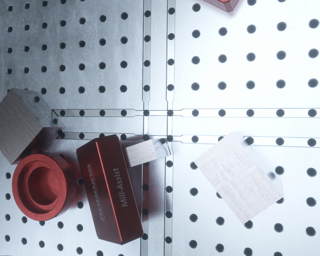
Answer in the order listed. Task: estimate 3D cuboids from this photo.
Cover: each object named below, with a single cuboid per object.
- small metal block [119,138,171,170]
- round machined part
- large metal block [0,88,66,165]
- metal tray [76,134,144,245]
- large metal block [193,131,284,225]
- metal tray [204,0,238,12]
[{"bbox_3d":[-0.020,0.033,0.406,0.050,0.050,0.025,-19,84,19],"label":"small metal block"},{"bbox_3d":[-0.167,0.085,0.462,0.098,0.042,0.097,0,90,20],"label":"round machined part"},{"bbox_3d":[-0.207,-0.002,0.472,0.080,0.050,0.080,-46,76,14],"label":"large metal block"},{"bbox_3d":[-0.070,0.081,0.408,0.090,0.030,0.129,-24,80,57],"label":"metal tray"},{"bbox_3d":[0.092,0.050,0.351,0.050,0.080,0.080,-41,77,15],"label":"large metal block"},{"bbox_3d":[0.055,-0.218,0.390,0.130,0.030,0.090,34,101,16],"label":"metal tray"}]
